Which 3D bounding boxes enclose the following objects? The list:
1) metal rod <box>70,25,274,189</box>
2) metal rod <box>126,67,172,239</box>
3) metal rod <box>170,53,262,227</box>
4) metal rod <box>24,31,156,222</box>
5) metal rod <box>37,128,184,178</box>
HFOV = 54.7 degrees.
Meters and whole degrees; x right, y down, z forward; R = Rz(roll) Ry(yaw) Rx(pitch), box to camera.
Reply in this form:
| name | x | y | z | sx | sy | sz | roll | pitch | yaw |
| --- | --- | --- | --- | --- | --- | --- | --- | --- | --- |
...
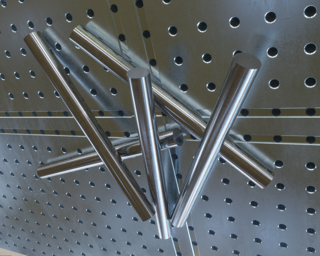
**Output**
| name | x | y | z | sx | sy | sz | roll | pitch | yaw |
| --- | --- | --- | --- | --- | --- | --- | --- | --- | --- |
| metal rod | 0.013 | -0.028 | 0.385 | 0.300 | 0.025 | 0.025 | 38 | 129 | 2 |
| metal rod | -0.008 | 0.057 | 0.421 | 0.025 | 0.025 | 0.298 | 11 | 132 | 22 |
| metal rod | 0.053 | 0.042 | 0.379 | 0.025 | 0.025 | 0.298 | 26 | 137 | 12 |
| metal rod | -0.096 | 0.001 | 0.435 | 0.025 | 0.025 | 0.299 | -29 | 95 | 37 |
| metal rod | -0.096 | 0.046 | 0.487 | 0.300 | 0.025 | 0.025 | -16 | 110 | 34 |
